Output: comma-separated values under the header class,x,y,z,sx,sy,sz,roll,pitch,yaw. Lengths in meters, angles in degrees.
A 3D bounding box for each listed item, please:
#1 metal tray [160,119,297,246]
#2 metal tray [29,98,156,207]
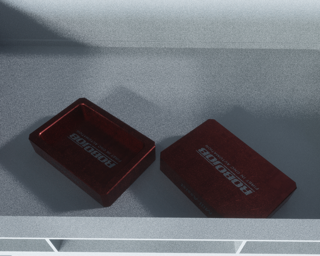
class,x,y,z,sx,sy,sz,roll,pitch,yaw
metal tray,0.074,0.055,0.357,0.091,0.030,0.130,-33,58,-25
metal tray,-0.082,0.024,0.380,0.130,0.030,0.090,31,56,23
